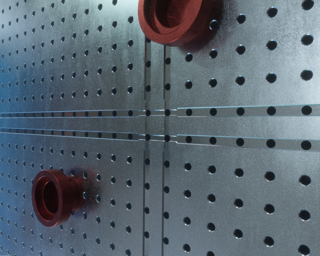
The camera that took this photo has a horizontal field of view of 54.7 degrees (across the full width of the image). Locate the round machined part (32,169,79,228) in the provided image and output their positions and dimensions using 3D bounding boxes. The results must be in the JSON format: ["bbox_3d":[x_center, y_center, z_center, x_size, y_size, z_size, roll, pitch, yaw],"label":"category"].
[{"bbox_3d":[-0.181,0.120,0.544,0.098,0.042,0.097,0,90,39],"label":"round machined part"}]

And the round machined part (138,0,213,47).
[{"bbox_3d":[0.023,-0.148,0.378,0.098,0.042,0.097,0,90,39],"label":"round machined part"}]
